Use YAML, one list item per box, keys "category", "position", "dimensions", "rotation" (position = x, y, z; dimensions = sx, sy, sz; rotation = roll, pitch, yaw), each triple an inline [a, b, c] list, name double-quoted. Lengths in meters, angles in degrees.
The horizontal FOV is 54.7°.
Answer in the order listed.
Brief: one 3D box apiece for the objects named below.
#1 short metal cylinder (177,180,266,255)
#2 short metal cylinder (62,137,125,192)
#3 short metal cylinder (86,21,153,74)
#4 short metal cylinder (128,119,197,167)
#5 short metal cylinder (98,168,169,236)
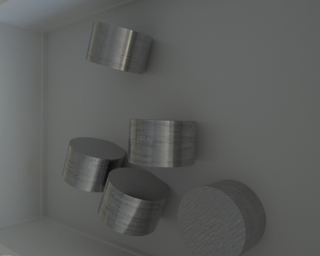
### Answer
- category: "short metal cylinder"
  position: [0.066, 0.099, 0.336]
  dimensions: [0.080, 0.050, 0.080]
  rotation: [0, 90, 40]
- category: "short metal cylinder"
  position: [-0.096, 0.051, 0.451]
  dimensions: [0.080, 0.081, 0.050]
  rotation: [27, 107, 37]
- category: "short metal cylinder"
  position: [-0.054, -0.107, 0.416]
  dimensions: [0.080, 0.081, 0.050]
  rotation: [25, 106, 37]
- category: "short metal cylinder"
  position: [0.003, 0.015, 0.369]
  dimensions: [0.080, 0.081, 0.050]
  rotation: [4, 93, 40]
- category: "short metal cylinder"
  position: [-0.034, 0.092, 0.399]
  dimensions: [0.080, 0.081, 0.050]
  rotation: [30, 109, 36]
